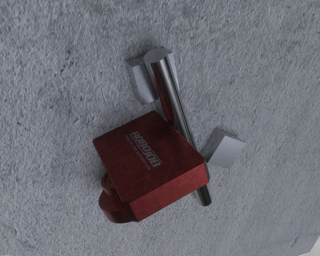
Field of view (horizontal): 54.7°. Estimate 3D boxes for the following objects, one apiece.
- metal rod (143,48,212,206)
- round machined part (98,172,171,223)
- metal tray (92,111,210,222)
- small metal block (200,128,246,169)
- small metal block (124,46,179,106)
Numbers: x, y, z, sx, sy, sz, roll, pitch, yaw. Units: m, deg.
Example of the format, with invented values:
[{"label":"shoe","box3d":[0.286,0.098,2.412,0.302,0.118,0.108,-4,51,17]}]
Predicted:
[{"label":"metal rod","box3d":[0.036,0.024,0.422,0.025,0.025,0.299,-31,135,-9]},{"label":"round machined part","box3d":[-0.034,0.069,0.390,0.098,0.098,0.042,-30,109,-9]},{"label":"metal tray","box3d":[-0.016,0.035,0.352,0.091,0.130,0.030,-27,124,-12]},{"label":"small metal block","box3d":[0.097,0.032,0.483,0.050,0.025,0.050,18,109,-36]},{"label":"small metal block","box3d":[-0.008,-0.062,0.366,0.050,0.025,0.050,-24,127,-14]}]
